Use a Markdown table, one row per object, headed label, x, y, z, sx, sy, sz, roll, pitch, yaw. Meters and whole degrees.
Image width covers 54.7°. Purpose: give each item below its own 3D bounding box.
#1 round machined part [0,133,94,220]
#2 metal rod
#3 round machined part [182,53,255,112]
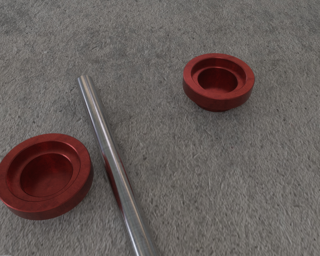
| label | x | y | z | sx | sy | sz | roll | pitch | yaw |
| --- | --- | --- | --- | --- | --- | --- | --- | --- | --- |
| round machined part | -0.123 | 0.056 | 0.344 | 0.099 | 0.042 | 0.098 | 0 | 50 | 0 |
| metal rod | -0.057 | 0.038 | 0.370 | 0.025 | 0.025 | 0.300 | -17 | 52 | -14 |
| round machined part | 0.081 | -0.061 | 0.444 | 0.099 | 0.042 | 0.098 | 0 | 50 | 0 |
